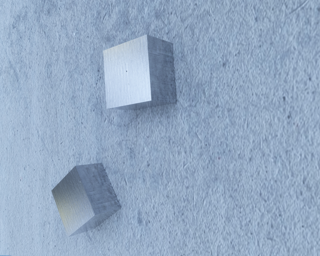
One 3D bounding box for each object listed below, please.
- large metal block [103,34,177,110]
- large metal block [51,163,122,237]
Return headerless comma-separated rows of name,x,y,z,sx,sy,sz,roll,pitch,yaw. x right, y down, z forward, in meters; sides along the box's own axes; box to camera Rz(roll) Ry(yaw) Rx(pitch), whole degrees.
large metal block,-0.027,-0.069,0.411,0.080,0.050,0.080,-7,86,40
large metal block,-0.117,0.111,0.486,0.080,0.050,0.080,-42,65,32
